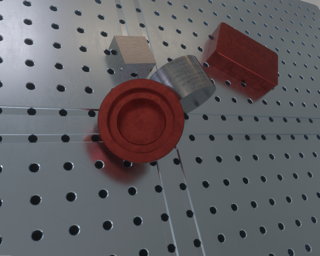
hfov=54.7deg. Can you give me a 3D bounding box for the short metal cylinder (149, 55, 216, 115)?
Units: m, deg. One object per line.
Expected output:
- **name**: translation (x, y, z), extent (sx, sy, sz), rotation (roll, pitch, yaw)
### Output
- **short metal cylinder**: translation (0.028, -0.053, 0.421), extent (0.081, 0.080, 0.050), rotation (-20, 72, -35)

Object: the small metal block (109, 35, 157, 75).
- **small metal block**: translation (-0.040, -0.106, 0.452), extent (0.050, 0.025, 0.050), rotation (-8, 66, -32)

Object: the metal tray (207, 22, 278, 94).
- **metal tray**: translation (0.154, -0.128, 0.566), extent (0.131, 0.030, 0.090), rotation (25, 53, -13)

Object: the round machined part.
- **round machined part**: translation (-0.022, -0.006, 0.371), extent (0.099, 0.042, 0.097), rotation (0, 81, -1)
